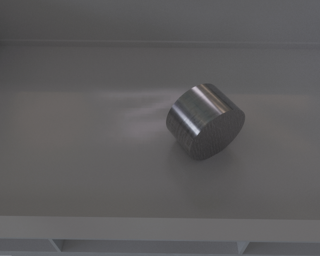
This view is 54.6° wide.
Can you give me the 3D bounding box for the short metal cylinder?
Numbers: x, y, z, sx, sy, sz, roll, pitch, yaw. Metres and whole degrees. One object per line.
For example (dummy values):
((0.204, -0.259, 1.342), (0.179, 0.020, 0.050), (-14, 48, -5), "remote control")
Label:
((0.055, -0.007, 0.376), (0.080, 0.080, 0.050), (-25, 55, -20), "short metal cylinder")
